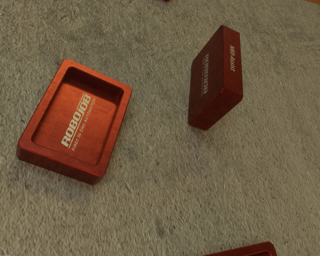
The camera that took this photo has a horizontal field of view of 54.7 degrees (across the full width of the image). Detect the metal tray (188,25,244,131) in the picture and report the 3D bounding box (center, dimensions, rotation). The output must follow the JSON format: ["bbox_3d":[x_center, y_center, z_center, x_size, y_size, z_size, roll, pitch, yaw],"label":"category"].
[{"bbox_3d":[0.078,-0.072,0.447,0.030,0.090,0.130,19,54,-17],"label":"metal tray"}]

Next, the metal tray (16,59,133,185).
[{"bbox_3d":[-0.092,-0.010,0.356,0.090,0.030,0.130,23,53,-14],"label":"metal tray"}]

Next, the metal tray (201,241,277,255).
[{"bbox_3d":[0.080,0.180,0.333,0.131,0.030,0.090,1,61,-28],"label":"metal tray"}]
